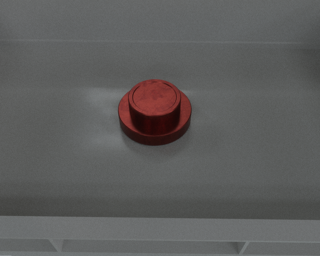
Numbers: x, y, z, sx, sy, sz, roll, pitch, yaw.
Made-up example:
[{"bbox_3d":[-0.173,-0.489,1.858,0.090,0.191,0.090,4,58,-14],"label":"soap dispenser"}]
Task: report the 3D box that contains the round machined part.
[{"bbox_3d":[-0.007,-0.028,0.414,0.099,0.042,0.098,0,50,0],"label":"round machined part"}]
